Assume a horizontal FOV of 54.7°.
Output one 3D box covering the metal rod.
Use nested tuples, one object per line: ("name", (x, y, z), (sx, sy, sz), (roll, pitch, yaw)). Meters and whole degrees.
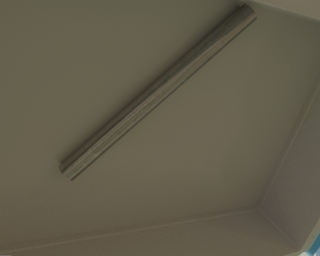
("metal rod", (-0.002, -0.044, 0.381), (0.300, 0.025, 0.025), (-41, 130, 0))
